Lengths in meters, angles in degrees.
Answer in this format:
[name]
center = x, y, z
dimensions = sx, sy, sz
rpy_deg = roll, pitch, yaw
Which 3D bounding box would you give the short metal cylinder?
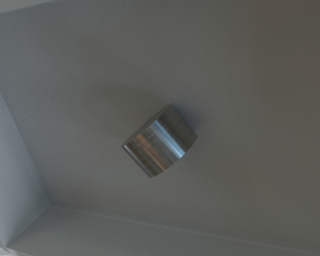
[short metal cylinder]
center = -0.001, 0.015, 0.382
dimensions = 0.050, 0.080, 0.080
rpy_deg = 49, 128, -7
